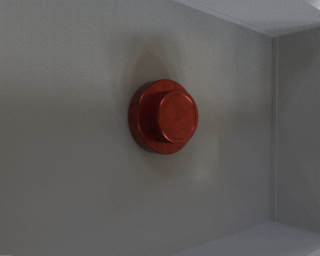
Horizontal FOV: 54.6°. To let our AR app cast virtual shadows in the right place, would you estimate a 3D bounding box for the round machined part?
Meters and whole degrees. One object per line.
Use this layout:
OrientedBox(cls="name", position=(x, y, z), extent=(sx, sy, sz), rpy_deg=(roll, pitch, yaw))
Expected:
OrientedBox(cls="round machined part", position=(0.012, -0.014, 0.400), extent=(0.099, 0.042, 0.097), rpy_deg=(0, 90, -40))
